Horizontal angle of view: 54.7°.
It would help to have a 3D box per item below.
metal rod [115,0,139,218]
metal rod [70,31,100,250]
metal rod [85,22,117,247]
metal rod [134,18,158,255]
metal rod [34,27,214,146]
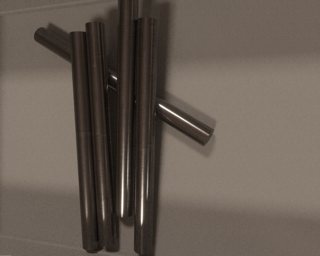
[{"bbox_3d":[-0.043,-0.028,0.400,0.025,0.025,0.298,6,101,19],"label":"metal rod"},{"bbox_3d":[-0.103,0.021,0.429,0.025,0.025,0.298,0,96,19],"label":"metal rod"},{"bbox_3d":[-0.079,0.013,0.419,0.025,0.025,0.298,0,97,19],"label":"metal rod"},{"bbox_3d":[-0.019,0.017,0.395,0.025,0.025,0.298,5,99,19],"label":"metal rod"},{"bbox_3d":[-0.060,-0.065,0.430,0.300,0.025,0.025,32,100,16],"label":"metal rod"}]
